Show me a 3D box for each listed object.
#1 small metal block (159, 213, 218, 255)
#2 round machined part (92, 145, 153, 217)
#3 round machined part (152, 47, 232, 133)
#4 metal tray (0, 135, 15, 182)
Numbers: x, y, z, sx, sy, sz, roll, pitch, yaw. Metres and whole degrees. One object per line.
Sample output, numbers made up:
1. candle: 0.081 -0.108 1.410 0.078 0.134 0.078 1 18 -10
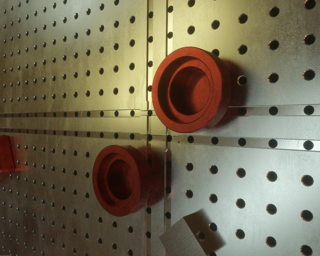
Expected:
1. small metal block: 0.034 0.142 0.382 0.050 0.025 0.050 -49 61 29
2. round machined part: -0.048 0.072 0.439 0.098 0.042 0.097 0 90 40
3. round machined part: 0.040 -0.043 0.365 0.098 0.042 0.097 0 90 40
4. metal tray: -0.393 0.081 0.731 0.130 0.030 0.090 -31 71 35
